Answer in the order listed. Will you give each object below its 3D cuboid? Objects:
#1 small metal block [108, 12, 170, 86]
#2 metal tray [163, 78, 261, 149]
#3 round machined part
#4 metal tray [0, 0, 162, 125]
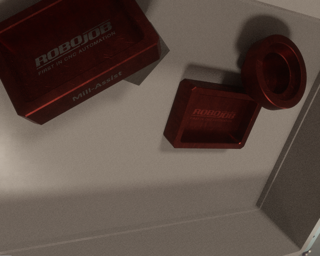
[{"bbox_3d":[-0.024,-0.081,0.320,0.025,0.050,0.050,15,128,-47],"label":"small metal block"},{"bbox_3d":[0.078,-0.016,0.440,0.131,0.030,0.089,3,117,-30],"label":"metal tray"},{"bbox_3d":[0.149,-0.072,0.418,0.099,0.042,0.097,3,85,-30],"label":"round machined part"},{"bbox_3d":[-0.076,-0.073,0.274,0.131,0.090,0.030,-30,167,-4],"label":"metal tray"}]
